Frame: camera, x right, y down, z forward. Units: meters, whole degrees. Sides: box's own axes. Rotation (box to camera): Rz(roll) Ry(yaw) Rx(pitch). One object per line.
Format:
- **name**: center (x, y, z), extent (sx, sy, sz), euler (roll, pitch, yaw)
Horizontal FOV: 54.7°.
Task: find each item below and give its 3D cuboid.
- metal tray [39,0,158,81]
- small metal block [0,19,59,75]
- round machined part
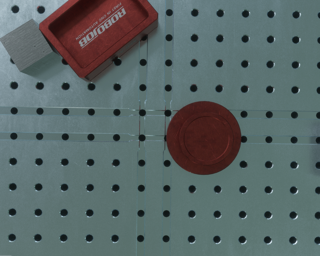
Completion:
- **metal tray**: center (-0.078, -0.136, 0.409), extent (0.130, 0.030, 0.090), euler (-39, 91, -1)
- **small metal block**: center (-0.172, -0.107, 0.411), extent (0.050, 0.025, 0.050), euler (-32, 90, 0)
- **round machined part**: center (0.058, 0.013, 0.406), extent (0.099, 0.042, 0.097), euler (0, 90, -1)
